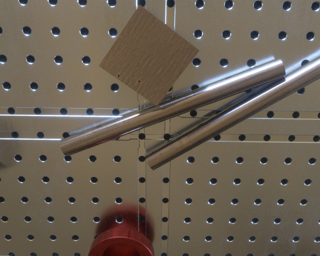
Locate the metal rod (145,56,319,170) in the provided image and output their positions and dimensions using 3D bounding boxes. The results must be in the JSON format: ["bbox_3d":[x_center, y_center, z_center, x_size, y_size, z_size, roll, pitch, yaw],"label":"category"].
[{"bbox_3d":[0.114,-0.026,0.405,0.300,0.025,0.025,-30,108,10],"label":"metal rod"}]

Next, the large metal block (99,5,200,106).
[{"bbox_3d":[-0.013,-0.086,0.368,0.080,0.050,0.080,34,106,-12],"label":"large metal block"}]

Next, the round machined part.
[{"bbox_3d":[-0.058,0.192,0.475,0.099,0.042,0.097,0,110,-1],"label":"round machined part"}]

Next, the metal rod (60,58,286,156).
[{"bbox_3d":[0.011,-0.024,0.404,0.301,0.025,0.025,-20,109,6],"label":"metal rod"}]
